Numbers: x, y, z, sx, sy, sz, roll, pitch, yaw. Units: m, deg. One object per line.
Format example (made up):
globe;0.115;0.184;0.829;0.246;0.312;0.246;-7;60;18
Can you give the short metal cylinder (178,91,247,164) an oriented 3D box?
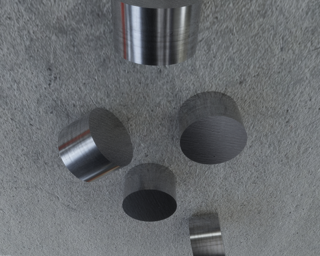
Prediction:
short metal cylinder;0.064;0.001;0.392;0.081;0.050;0.079;0;130;0

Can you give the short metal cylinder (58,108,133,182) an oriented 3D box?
short metal cylinder;-0.079;0.021;0.388;0.050;0.080;0.080;-29;125;22

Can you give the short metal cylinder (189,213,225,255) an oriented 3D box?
short metal cylinder;0.082;0.191;0.534;0.050;0.080;0.080;-11;129;9

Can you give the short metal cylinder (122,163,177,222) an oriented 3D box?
short metal cylinder;-0.015;0.099;0.475;0.081;0.050;0.079;0;130;0

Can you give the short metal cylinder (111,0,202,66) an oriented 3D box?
short metal cylinder;-0.004;-0.099;0.286;0.081;0.080;0.050;2;130;-2
